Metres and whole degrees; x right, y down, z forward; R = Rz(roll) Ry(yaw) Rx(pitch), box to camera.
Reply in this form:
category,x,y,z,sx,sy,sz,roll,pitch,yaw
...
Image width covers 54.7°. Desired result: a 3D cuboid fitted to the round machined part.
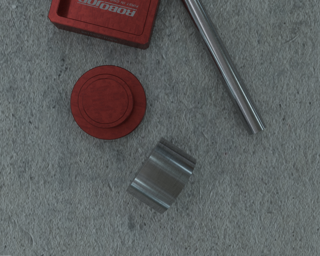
category,x,y,z,sx,sy,sz,roll,pitch,yaw
round machined part,-0.067,-0.033,0.401,0.099,0.042,0.097,0,90,-1

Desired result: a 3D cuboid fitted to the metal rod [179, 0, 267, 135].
category,x,y,z,sx,sy,sz,roll,pitch,yaw
metal rod,0.061,-0.129,0.410,0.025,0.025,0.299,-27,90,0

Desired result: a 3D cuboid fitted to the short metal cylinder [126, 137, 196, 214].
category,x,y,z,sx,sy,sz,roll,pitch,yaw
short metal cylinder,0.001,0.058,0.383,0.050,0.080,0.080,34,90,-1

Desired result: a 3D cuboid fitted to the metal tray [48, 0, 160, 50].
category,x,y,z,sx,sy,sz,roll,pitch,yaw
metal tray,-0.069,-0.164,0.406,0.131,0.030,0.089,14,90,-1
